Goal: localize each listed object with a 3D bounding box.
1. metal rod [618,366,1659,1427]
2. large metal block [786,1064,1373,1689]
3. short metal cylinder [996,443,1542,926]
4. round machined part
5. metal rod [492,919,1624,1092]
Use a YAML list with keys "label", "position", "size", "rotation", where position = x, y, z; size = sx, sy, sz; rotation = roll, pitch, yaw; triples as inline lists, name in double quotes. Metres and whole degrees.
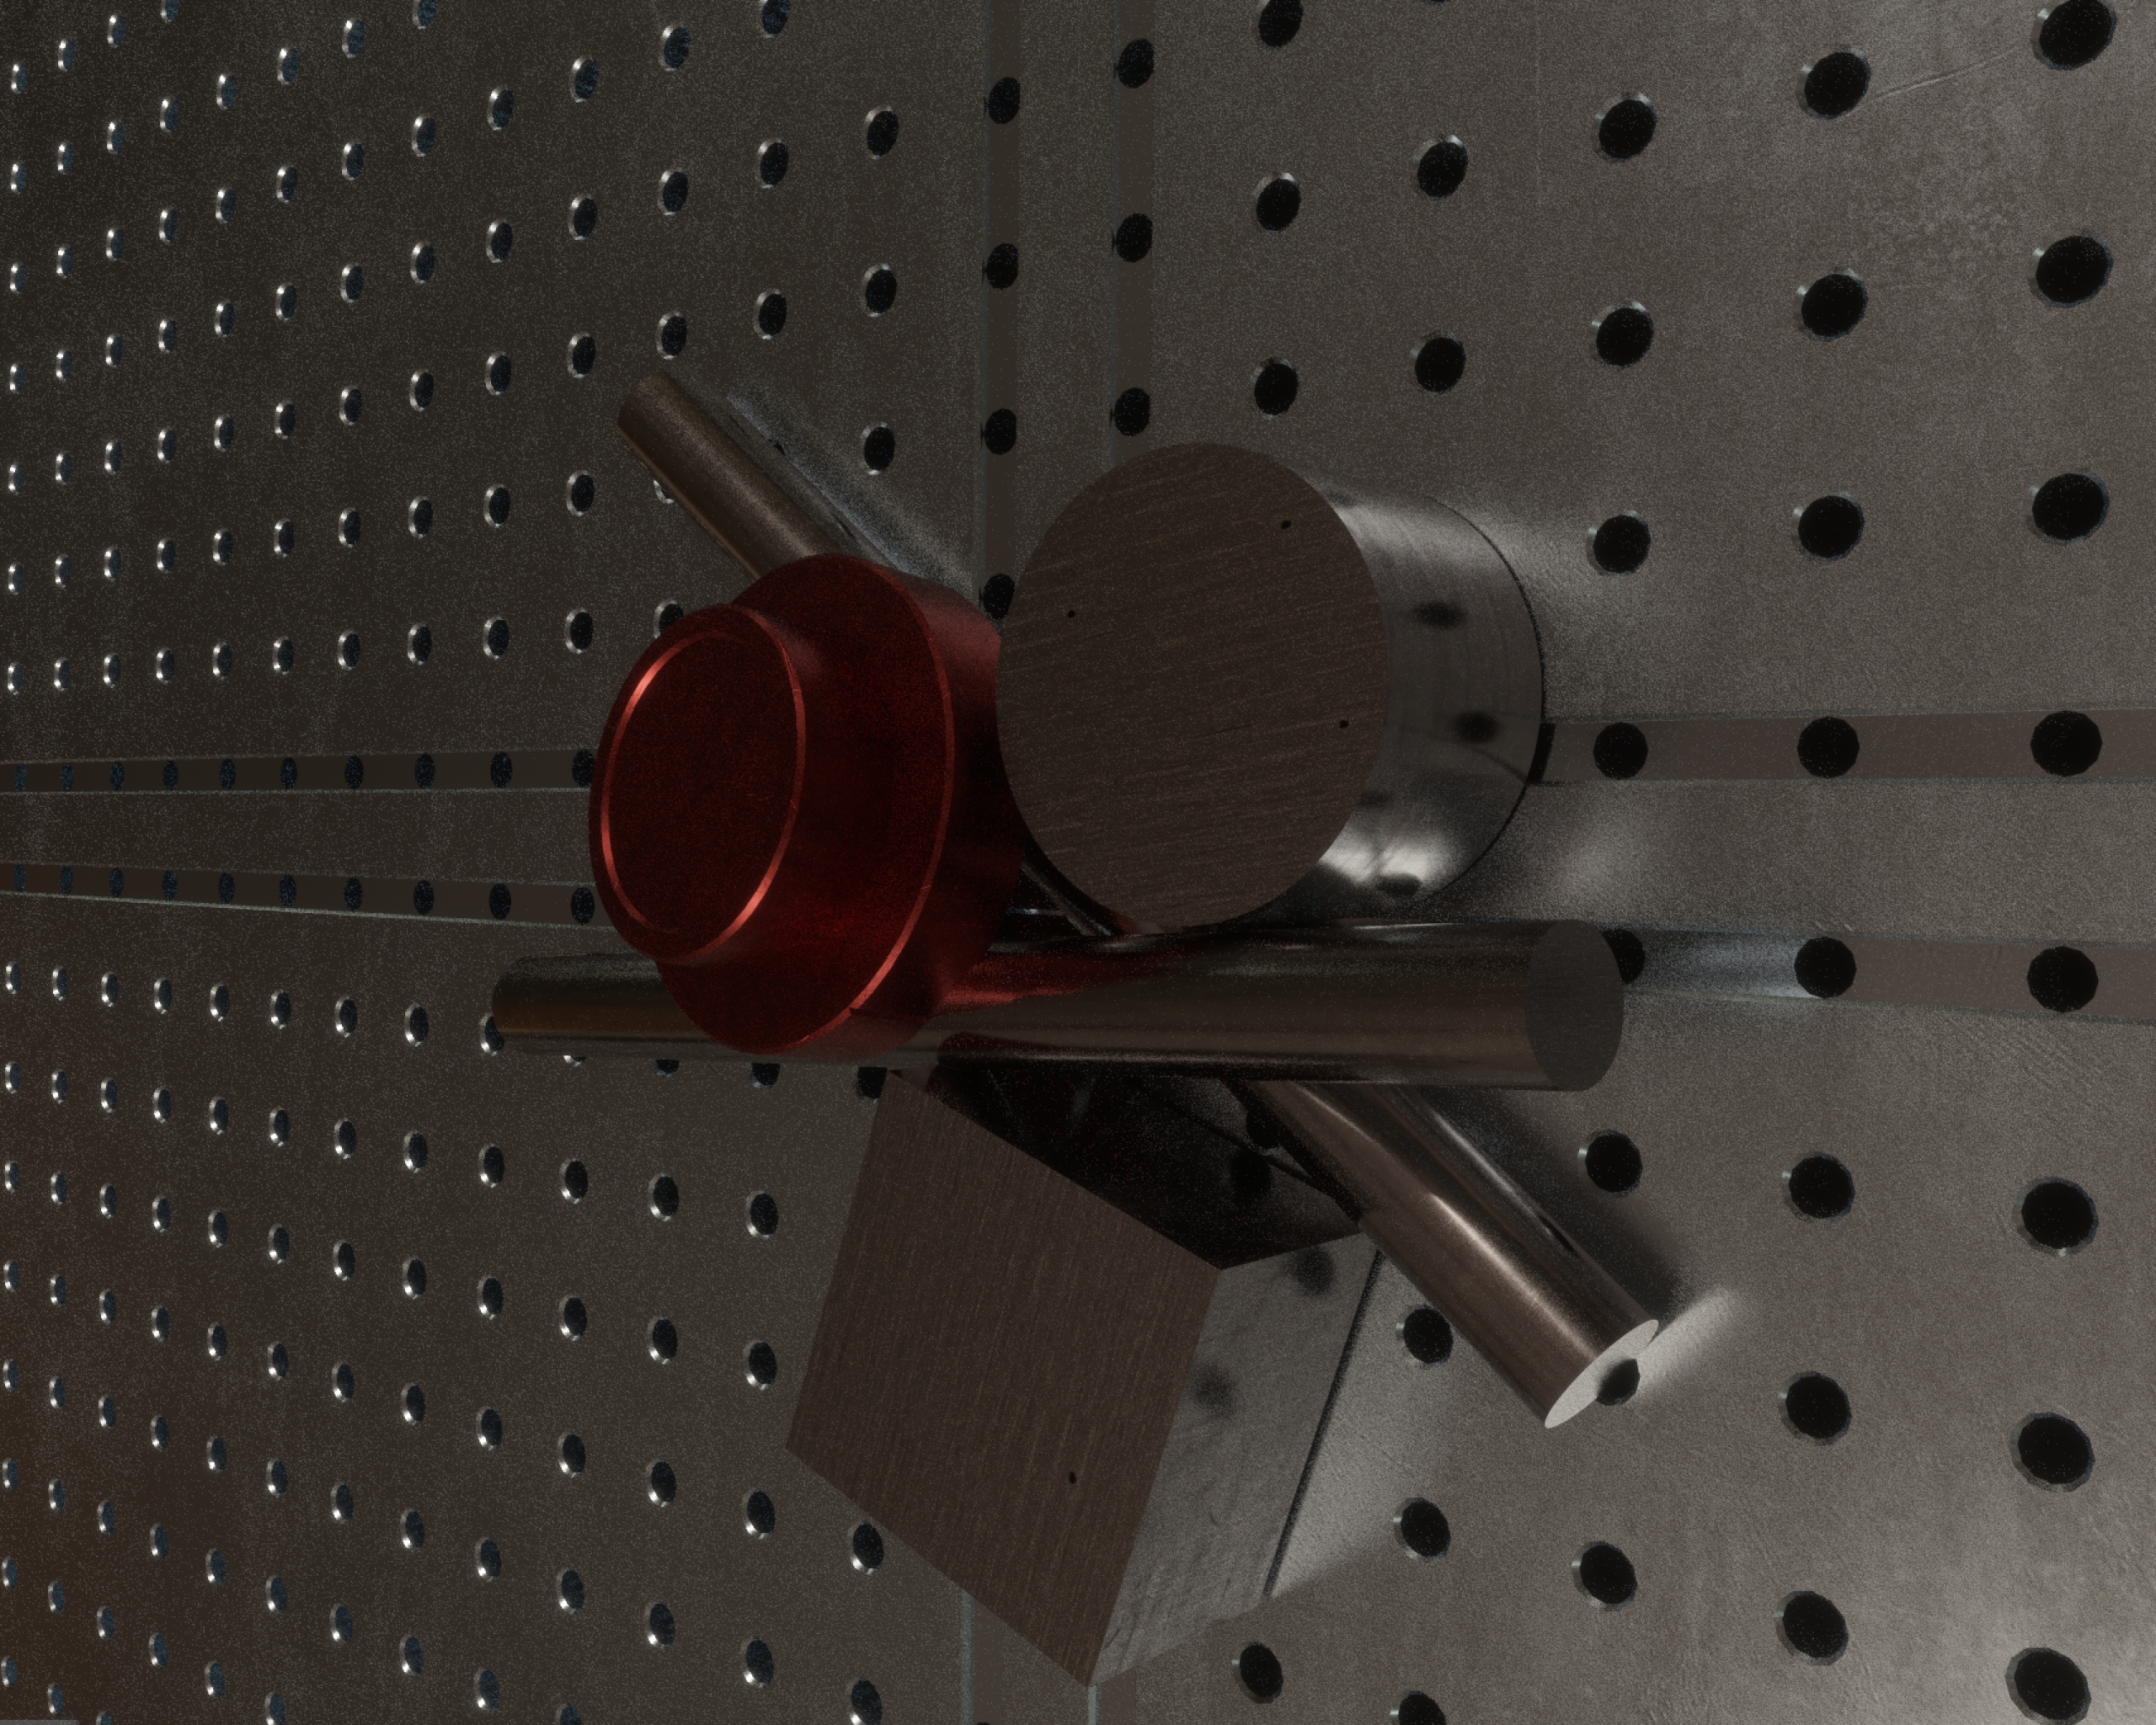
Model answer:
- label: "metal rod"
  position: [-0.005, -0.011, 0.412]
  size: [0.300, 0.025, 0.025]
  rotation: [46, 117, 30]
- label: "large metal block"
  position: [-0.001, 0.089, 0.389]
  size: [0.080, 0.050, 0.079]
  rotation: [25, 106, 37]
- label: "short metal cylinder"
  position: [0.033, -0.029, 0.363]
  size: [0.080, 0.050, 0.079]
  rotation: [0, 90, 39]
- label: "round machined part"
  position: [-0.057, -0.012, 0.400]
  size: [0.098, 0.042, 0.098]
  rotation: [-12, 73, 43]
- label: "metal rod"
  position: [-0.031, 0.028, 0.409]
  size: [0.300, 0.025, 0.025]
  rotation: [-4, 88, 47]
